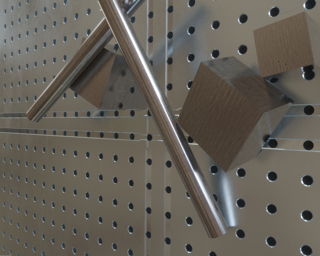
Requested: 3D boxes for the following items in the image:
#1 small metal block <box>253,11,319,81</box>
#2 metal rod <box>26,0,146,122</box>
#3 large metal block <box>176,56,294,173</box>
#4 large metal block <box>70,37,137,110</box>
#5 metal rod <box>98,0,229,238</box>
[{"bbox_3d":[0.125,-0.078,0.306,0.050,0.025,0.050,-12,83,39],"label":"small metal block"},{"bbox_3d":[-0.110,-0.096,0.434,0.299,0.025,0.025,-37,67,33],"label":"metal rod"},{"bbox_3d":[0.072,-0.016,0.319,0.080,0.050,0.079,47,137,29],"label":"large metal block"},{"bbox_3d":[-0.083,-0.080,0.462,0.080,0.050,0.079,33,110,35],"label":"large metal block"},{"bbox_3d":[0.003,-0.015,0.357,0.025,0.025,0.299,-26,89,37],"label":"metal rod"}]
